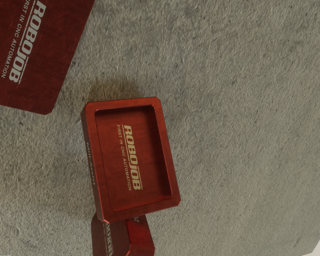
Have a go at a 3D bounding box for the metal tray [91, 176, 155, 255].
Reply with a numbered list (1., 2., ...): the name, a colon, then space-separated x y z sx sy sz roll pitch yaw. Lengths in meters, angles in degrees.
1. metal tray: -0.053 0.134 0.389 0.030 0.130 0.089 21 110 -24

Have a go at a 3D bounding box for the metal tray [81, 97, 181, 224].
1. metal tray: -0.034 0.033 0.354 0.091 0.030 0.129 -7 80 -25

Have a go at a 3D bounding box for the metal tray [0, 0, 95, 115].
1. metal tray: -0.126 -0.083 0.283 0.091 0.030 0.129 15 111 -35
